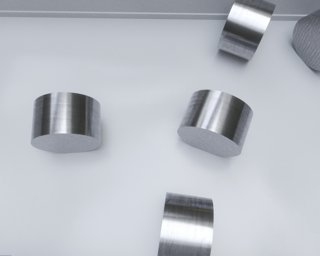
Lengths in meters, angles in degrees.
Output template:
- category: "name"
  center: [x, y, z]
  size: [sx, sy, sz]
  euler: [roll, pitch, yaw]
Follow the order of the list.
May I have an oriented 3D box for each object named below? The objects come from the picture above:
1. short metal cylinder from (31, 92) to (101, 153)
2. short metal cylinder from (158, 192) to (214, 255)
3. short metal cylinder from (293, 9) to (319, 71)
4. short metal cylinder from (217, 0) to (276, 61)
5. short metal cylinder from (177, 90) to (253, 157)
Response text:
- category: "short metal cylinder"
  center: [-0.114, -0.004, 0.381]
  size: [0.081, 0.080, 0.050]
  euler: [-4, 70, -2]
- category: "short metal cylinder"
  center: [0.026, 0.114, 0.339]
  size: [0.050, 0.080, 0.080]
  euler: [8, 70, 3]
- category: "short metal cylinder"
  center: [0.233, -0.126, 0.428]
  size: [0.050, 0.080, 0.080]
  euler: [-29, 73, -10]
- category: "short metal cylinder"
  center: [0.120, -0.140, 0.432]
  size: [0.050, 0.080, 0.080]
  euler: [23, 72, 8]
- category: "short metal cylinder"
  center: [0.068, -0.004, 0.382]
  size: [0.080, 0.080, 0.050]
  euler: [20, 72, 7]
